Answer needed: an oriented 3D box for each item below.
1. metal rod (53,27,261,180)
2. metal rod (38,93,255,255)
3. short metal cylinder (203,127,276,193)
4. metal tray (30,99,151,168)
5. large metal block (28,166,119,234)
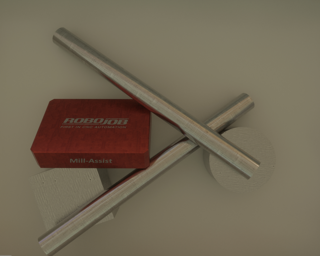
[{"bbox_3d":[-0.013,-0.037,0.380,0.300,0.025,0.025,36,90,12],"label":"metal rod"},{"bbox_3d":[-0.005,0.047,0.373,0.301,0.025,0.025,-34,90,-14],"label":"metal rod"},{"bbox_3d":[0.099,0.038,0.398,0.081,0.050,0.079,0,90,-1],"label":"short metal cylinder"},{"bbox_3d":[-0.077,0.005,0.379,0.131,0.030,0.090,0,46,1],"label":"metal tray"},{"bbox_3d":[-0.106,0.083,0.393,0.080,0.050,0.080,-19,90,-1],"label":"large metal block"}]
